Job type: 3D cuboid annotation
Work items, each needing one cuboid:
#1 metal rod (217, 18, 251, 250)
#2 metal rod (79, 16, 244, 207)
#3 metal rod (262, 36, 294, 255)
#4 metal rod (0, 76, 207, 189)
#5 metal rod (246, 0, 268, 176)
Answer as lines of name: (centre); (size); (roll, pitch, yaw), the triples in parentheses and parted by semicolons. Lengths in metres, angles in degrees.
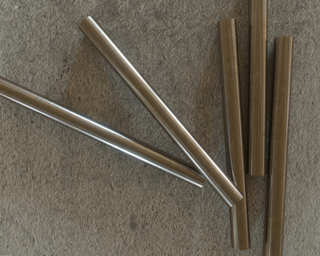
metal rod: (0.098, 0.008, 0.410); (0.025, 0.025, 0.298); (-4, 90, 0)
metal rod: (-0.001, -0.024, 0.398); (0.025, 0.025, 0.300); (-40, 86, 0)
metal rod: (0.156, 0.031, 0.410); (0.025, 0.025, 0.298); (3, 90, 0)
metal rod: (-0.079, 0.006, 0.409); (0.301, 0.025, 0.025); (25, 90, 0)
metal rod: (0.129, -0.088, 0.410); (0.025, 0.025, 0.298); (1, 90, 0)
